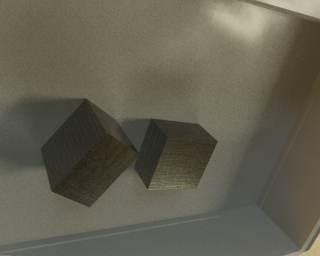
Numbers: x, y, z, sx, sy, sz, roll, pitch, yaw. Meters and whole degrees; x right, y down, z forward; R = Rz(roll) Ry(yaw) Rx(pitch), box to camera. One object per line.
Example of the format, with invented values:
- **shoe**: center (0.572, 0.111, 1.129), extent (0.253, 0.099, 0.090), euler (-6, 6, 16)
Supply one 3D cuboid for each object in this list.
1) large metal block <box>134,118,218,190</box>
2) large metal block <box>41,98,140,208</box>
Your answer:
- **large metal block**: center (0.020, 0.037, 0.429), extent (0.081, 0.050, 0.079), euler (6, 116, -32)
- **large metal block**: center (-0.081, 0.026, 0.346), extent (0.080, 0.080, 0.050), euler (-47, 130, 4)
